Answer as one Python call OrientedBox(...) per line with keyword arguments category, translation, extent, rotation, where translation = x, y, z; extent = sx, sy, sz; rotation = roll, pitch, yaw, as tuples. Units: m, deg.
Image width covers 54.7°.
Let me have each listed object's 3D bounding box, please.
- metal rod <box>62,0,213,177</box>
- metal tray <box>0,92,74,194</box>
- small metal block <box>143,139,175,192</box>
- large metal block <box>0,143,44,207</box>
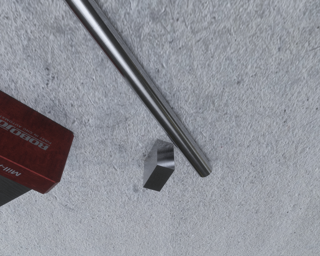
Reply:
OrientedBox(category="metal rod", translation=(-0.009, -0.034, 0.377), extent=(0.025, 0.025, 0.300), rotation=(-24, 127, 19))
OrientedBox(category="metal tray", translation=(-0.175, 0.012, 0.372), extent=(0.130, 0.090, 0.030), rotation=(34, 122, -26))
OrientedBox(category="small metal block", translation=(-0.002, 0.052, 0.436), extent=(0.025, 0.050, 0.050), rotation=(18, 128, -15))
OrientedBox(category="large metal block", translation=(-0.228, 0.059, 0.438), extent=(0.080, 0.050, 0.080), rotation=(-28, 125, 21))
